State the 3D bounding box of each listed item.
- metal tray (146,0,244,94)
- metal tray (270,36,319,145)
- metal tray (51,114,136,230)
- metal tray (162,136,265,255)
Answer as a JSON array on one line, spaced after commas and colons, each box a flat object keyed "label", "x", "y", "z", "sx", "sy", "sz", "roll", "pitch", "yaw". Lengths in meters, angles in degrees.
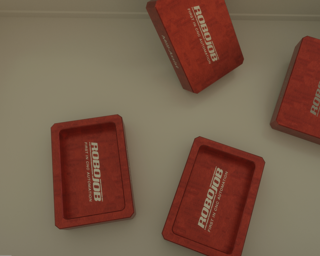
[{"label": "metal tray", "x": 0.050, "y": -0.123, "z": 0.408, "sx": 0.090, "sy": 0.030, "sz": 0.130, "roll": -34, "pitch": 119, "yaw": -12}, {"label": "metal tray", "x": 0.213, "y": -0.048, "z": 0.414, "sx": 0.090, "sy": 0.030, "sz": 0.130, "roll": 20, "pitch": 81, "yaw": 7}, {"label": "metal tray", "x": -0.084, "y": 0.053, "z": 0.386, "sx": 0.091, "sy": 0.030, "sz": 0.130, "roll": -9, "pitch": 70, "yaw": -3}, {"label": "metal tray", "x": 0.065, "y": 0.085, "z": 0.376, "sx": 0.090, "sy": 0.030, "sz": 0.130, "roll": 19, "pitch": 71, "yaw": 6}]
